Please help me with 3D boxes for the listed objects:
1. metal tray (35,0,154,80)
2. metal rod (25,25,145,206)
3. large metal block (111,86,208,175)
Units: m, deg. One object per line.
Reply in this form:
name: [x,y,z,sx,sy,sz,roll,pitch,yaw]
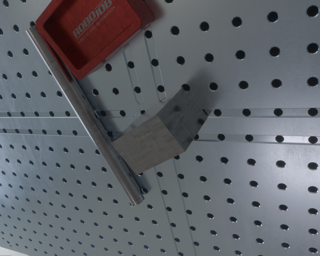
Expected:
metal tray: [-0.082,-0.128,0.371,0.130,0.030,0.090,-29,103,37]
metal rod: [-0.102,-0.009,0.459,0.025,0.025,0.299,-16,110,34]
large metal block: [0.001,0.002,0.377,0.080,0.080,0.050,-31,101,38]
